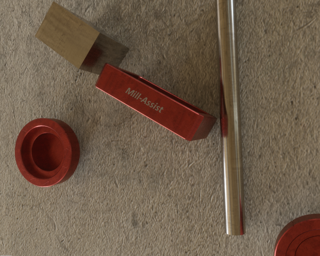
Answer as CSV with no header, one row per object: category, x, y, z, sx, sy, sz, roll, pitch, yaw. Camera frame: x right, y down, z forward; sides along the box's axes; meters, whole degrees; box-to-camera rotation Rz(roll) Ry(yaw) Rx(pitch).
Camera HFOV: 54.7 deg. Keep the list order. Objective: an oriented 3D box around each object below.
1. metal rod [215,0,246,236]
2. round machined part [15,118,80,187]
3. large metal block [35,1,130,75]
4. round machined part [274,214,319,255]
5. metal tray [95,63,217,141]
metal rod,0.085,-0.023,0.378,0.025,0.025,0.298,-3,89,20
round machined part,-0.159,0.034,0.456,0.098,0.042,0.097,0,90,20
large metal block,-0.101,-0.114,0.415,0.080,0.080,0.050,37,102,16
round machined part,0.177,0.142,0.338,0.098,0.042,0.097,0,90,20
metal tray,-0.002,-0.031,0.374,0.130,0.090,0.030,31,100,17
